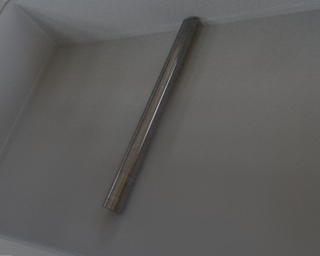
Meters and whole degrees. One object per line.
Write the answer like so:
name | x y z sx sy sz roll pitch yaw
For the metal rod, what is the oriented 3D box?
metal rod | -0.006 -0.031 0.428 0.025 0.025 0.300 9 66 32
